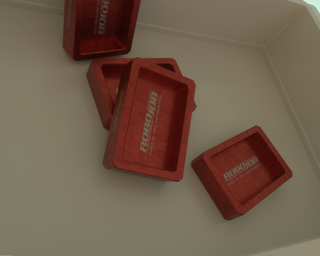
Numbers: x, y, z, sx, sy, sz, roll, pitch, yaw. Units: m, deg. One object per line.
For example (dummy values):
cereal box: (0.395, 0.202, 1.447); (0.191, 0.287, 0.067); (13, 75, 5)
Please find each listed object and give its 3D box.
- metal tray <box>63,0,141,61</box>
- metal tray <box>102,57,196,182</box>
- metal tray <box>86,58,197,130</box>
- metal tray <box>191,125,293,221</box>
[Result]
metal tray: (-0.072, -0.153, 0.392); (0.091, 0.129, 0.030); (-18, 52, -35)
metal tray: (-0.009, -0.008, 0.369); (0.091, 0.030, 0.129); (17, 73, -28)
metal tray: (-0.023, -0.051, 0.421); (0.131, 0.030, 0.090); (-9, 66, -32)
metal tray: (0.117, 0.057, 0.432); (0.131, 0.030, 0.090); (-22, 74, -36)
